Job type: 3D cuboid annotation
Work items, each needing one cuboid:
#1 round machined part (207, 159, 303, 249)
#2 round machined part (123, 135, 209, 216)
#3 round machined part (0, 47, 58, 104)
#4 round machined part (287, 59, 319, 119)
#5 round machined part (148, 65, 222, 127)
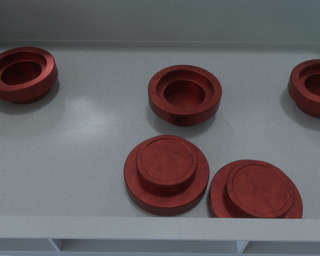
[{"bbox_3d":[0.103,0.074,0.333,0.099,0.042,0.098,0,50,0],"label":"round machined part"},{"bbox_3d":[0.007,0.046,0.355,0.099,0.042,0.098,0,50,0],"label":"round machined part"},{"bbox_3d":[-0.199,-0.073,0.454,0.099,0.042,0.098,0,50,0],"label":"round machined part"},{"bbox_3d":[0.230,-0.051,0.434,0.099,0.042,0.098,-3,48,3],"label":"round machined part"},{"bbox_3d":[0.033,-0.040,0.428,0.099,0.042,0.098,0,50,0],"label":"round machined part"}]
